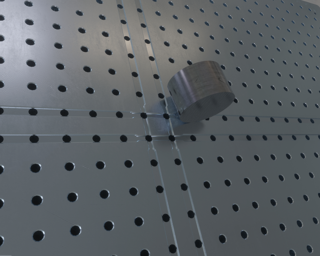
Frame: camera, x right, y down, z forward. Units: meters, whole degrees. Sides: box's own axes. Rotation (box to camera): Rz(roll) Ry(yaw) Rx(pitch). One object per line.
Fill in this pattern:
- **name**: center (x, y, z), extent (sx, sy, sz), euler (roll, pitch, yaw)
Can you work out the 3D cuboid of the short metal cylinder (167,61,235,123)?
- **short metal cylinder**: center (0.057, -0.049, 0.432), extent (0.081, 0.080, 0.050), euler (-8, 66, -31)
